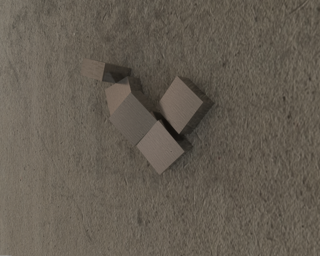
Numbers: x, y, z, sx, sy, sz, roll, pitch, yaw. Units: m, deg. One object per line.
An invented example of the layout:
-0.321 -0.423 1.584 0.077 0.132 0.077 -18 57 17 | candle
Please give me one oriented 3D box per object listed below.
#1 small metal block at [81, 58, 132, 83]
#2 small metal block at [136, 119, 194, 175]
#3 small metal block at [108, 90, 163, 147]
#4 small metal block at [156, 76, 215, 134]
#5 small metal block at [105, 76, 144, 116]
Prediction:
-0.079 -0.083 0.454 0.050 0.050 0.025 21 103 38 | small metal block
0.005 0.023 0.394 0.050 0.025 0.050 50 120 13 | small metal block
-0.030 -0.013 0.403 0.050 0.025 0.050 48 115 8 | small metal block
0.030 -0.028 0.381 0.050 0.025 0.050 50 119 28 | small metal block
-0.049 -0.040 0.446 0.050 0.025 0.050 -23 75 37 | small metal block
